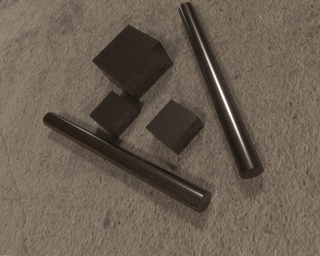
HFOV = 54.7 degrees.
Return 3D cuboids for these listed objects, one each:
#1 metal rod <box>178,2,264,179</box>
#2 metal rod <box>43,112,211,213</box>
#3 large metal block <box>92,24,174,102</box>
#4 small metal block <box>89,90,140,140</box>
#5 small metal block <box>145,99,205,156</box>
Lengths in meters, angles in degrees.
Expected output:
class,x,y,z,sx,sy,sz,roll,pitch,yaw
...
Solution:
class,x,y,z,sx,sy,sz,roll,pitch,yaw
metal rod,0.069,-0.072,0.410,0.025,0.025,0.299,-23,53,14
metal rod,-0.066,0.033,0.416,0.300,0.025,0.025,22,74,35
large metal block,-0.042,-0.099,0.469,0.080,0.050,0.080,-47,52,-5
small metal block,-0.066,-0.020,0.449,0.050,0.025,0.050,-49,52,-7
small metal block,0.019,-0.001,0.394,0.050,0.025,0.050,-48,52,-6
